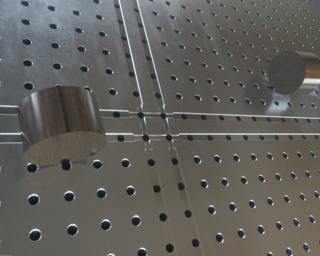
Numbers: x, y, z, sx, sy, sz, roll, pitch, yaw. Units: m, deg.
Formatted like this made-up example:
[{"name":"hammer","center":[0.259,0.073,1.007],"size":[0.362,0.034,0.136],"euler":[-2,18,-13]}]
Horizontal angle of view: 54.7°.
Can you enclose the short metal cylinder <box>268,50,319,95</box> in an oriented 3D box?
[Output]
[{"name":"short metal cylinder","center":[0.249,-0.101,0.572],"size":[0.050,0.080,0.080],"euler":[-4,64,-30]}]

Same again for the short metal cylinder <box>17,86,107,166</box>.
[{"name":"short metal cylinder","center":[-0.100,0.000,0.320],"size":[0.081,0.080,0.050],"euler":[-5,65,-31]}]
